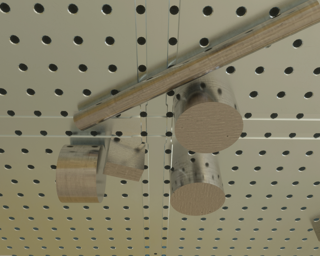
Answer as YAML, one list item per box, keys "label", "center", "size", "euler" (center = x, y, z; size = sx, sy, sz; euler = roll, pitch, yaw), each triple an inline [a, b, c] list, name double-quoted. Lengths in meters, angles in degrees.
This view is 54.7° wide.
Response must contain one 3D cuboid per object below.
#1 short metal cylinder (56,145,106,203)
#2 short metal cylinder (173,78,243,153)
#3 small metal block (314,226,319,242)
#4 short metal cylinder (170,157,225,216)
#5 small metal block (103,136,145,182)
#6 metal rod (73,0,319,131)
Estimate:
- label: "short metal cylinder"
  center: [-0.106, 0.063, 0.428]
  size: [0.050, 0.080, 0.079]
  euler: [0, 130, 0]
- label: "short metal cylinder"
  center: [0.057, -0.014, 0.383]
  size: [0.081, 0.050, 0.079]
  euler: [0, 130, 0]
- label: "small metal block"
  center: [0.331, 0.201, 0.586]
  size: [0.050, 0.025, 0.050]
  euler: [34, 122, -25]
- label: "short metal cylinder"
  center: [0.055, 0.089, 0.472]
  size: [0.081, 0.050, 0.079]
  euler: [0, 130, 0]
- label: "small metal block"
  center: [-0.049, 0.043, 0.431]
  size: [0.050, 0.050, 0.025]
  euler: [15, 129, -12]
- label: "metal rod"
  center: [0.027, -0.063, 0.357]
  size: [0.300, 0.025, 0.025]
  euler: [-23, 127, 18]
